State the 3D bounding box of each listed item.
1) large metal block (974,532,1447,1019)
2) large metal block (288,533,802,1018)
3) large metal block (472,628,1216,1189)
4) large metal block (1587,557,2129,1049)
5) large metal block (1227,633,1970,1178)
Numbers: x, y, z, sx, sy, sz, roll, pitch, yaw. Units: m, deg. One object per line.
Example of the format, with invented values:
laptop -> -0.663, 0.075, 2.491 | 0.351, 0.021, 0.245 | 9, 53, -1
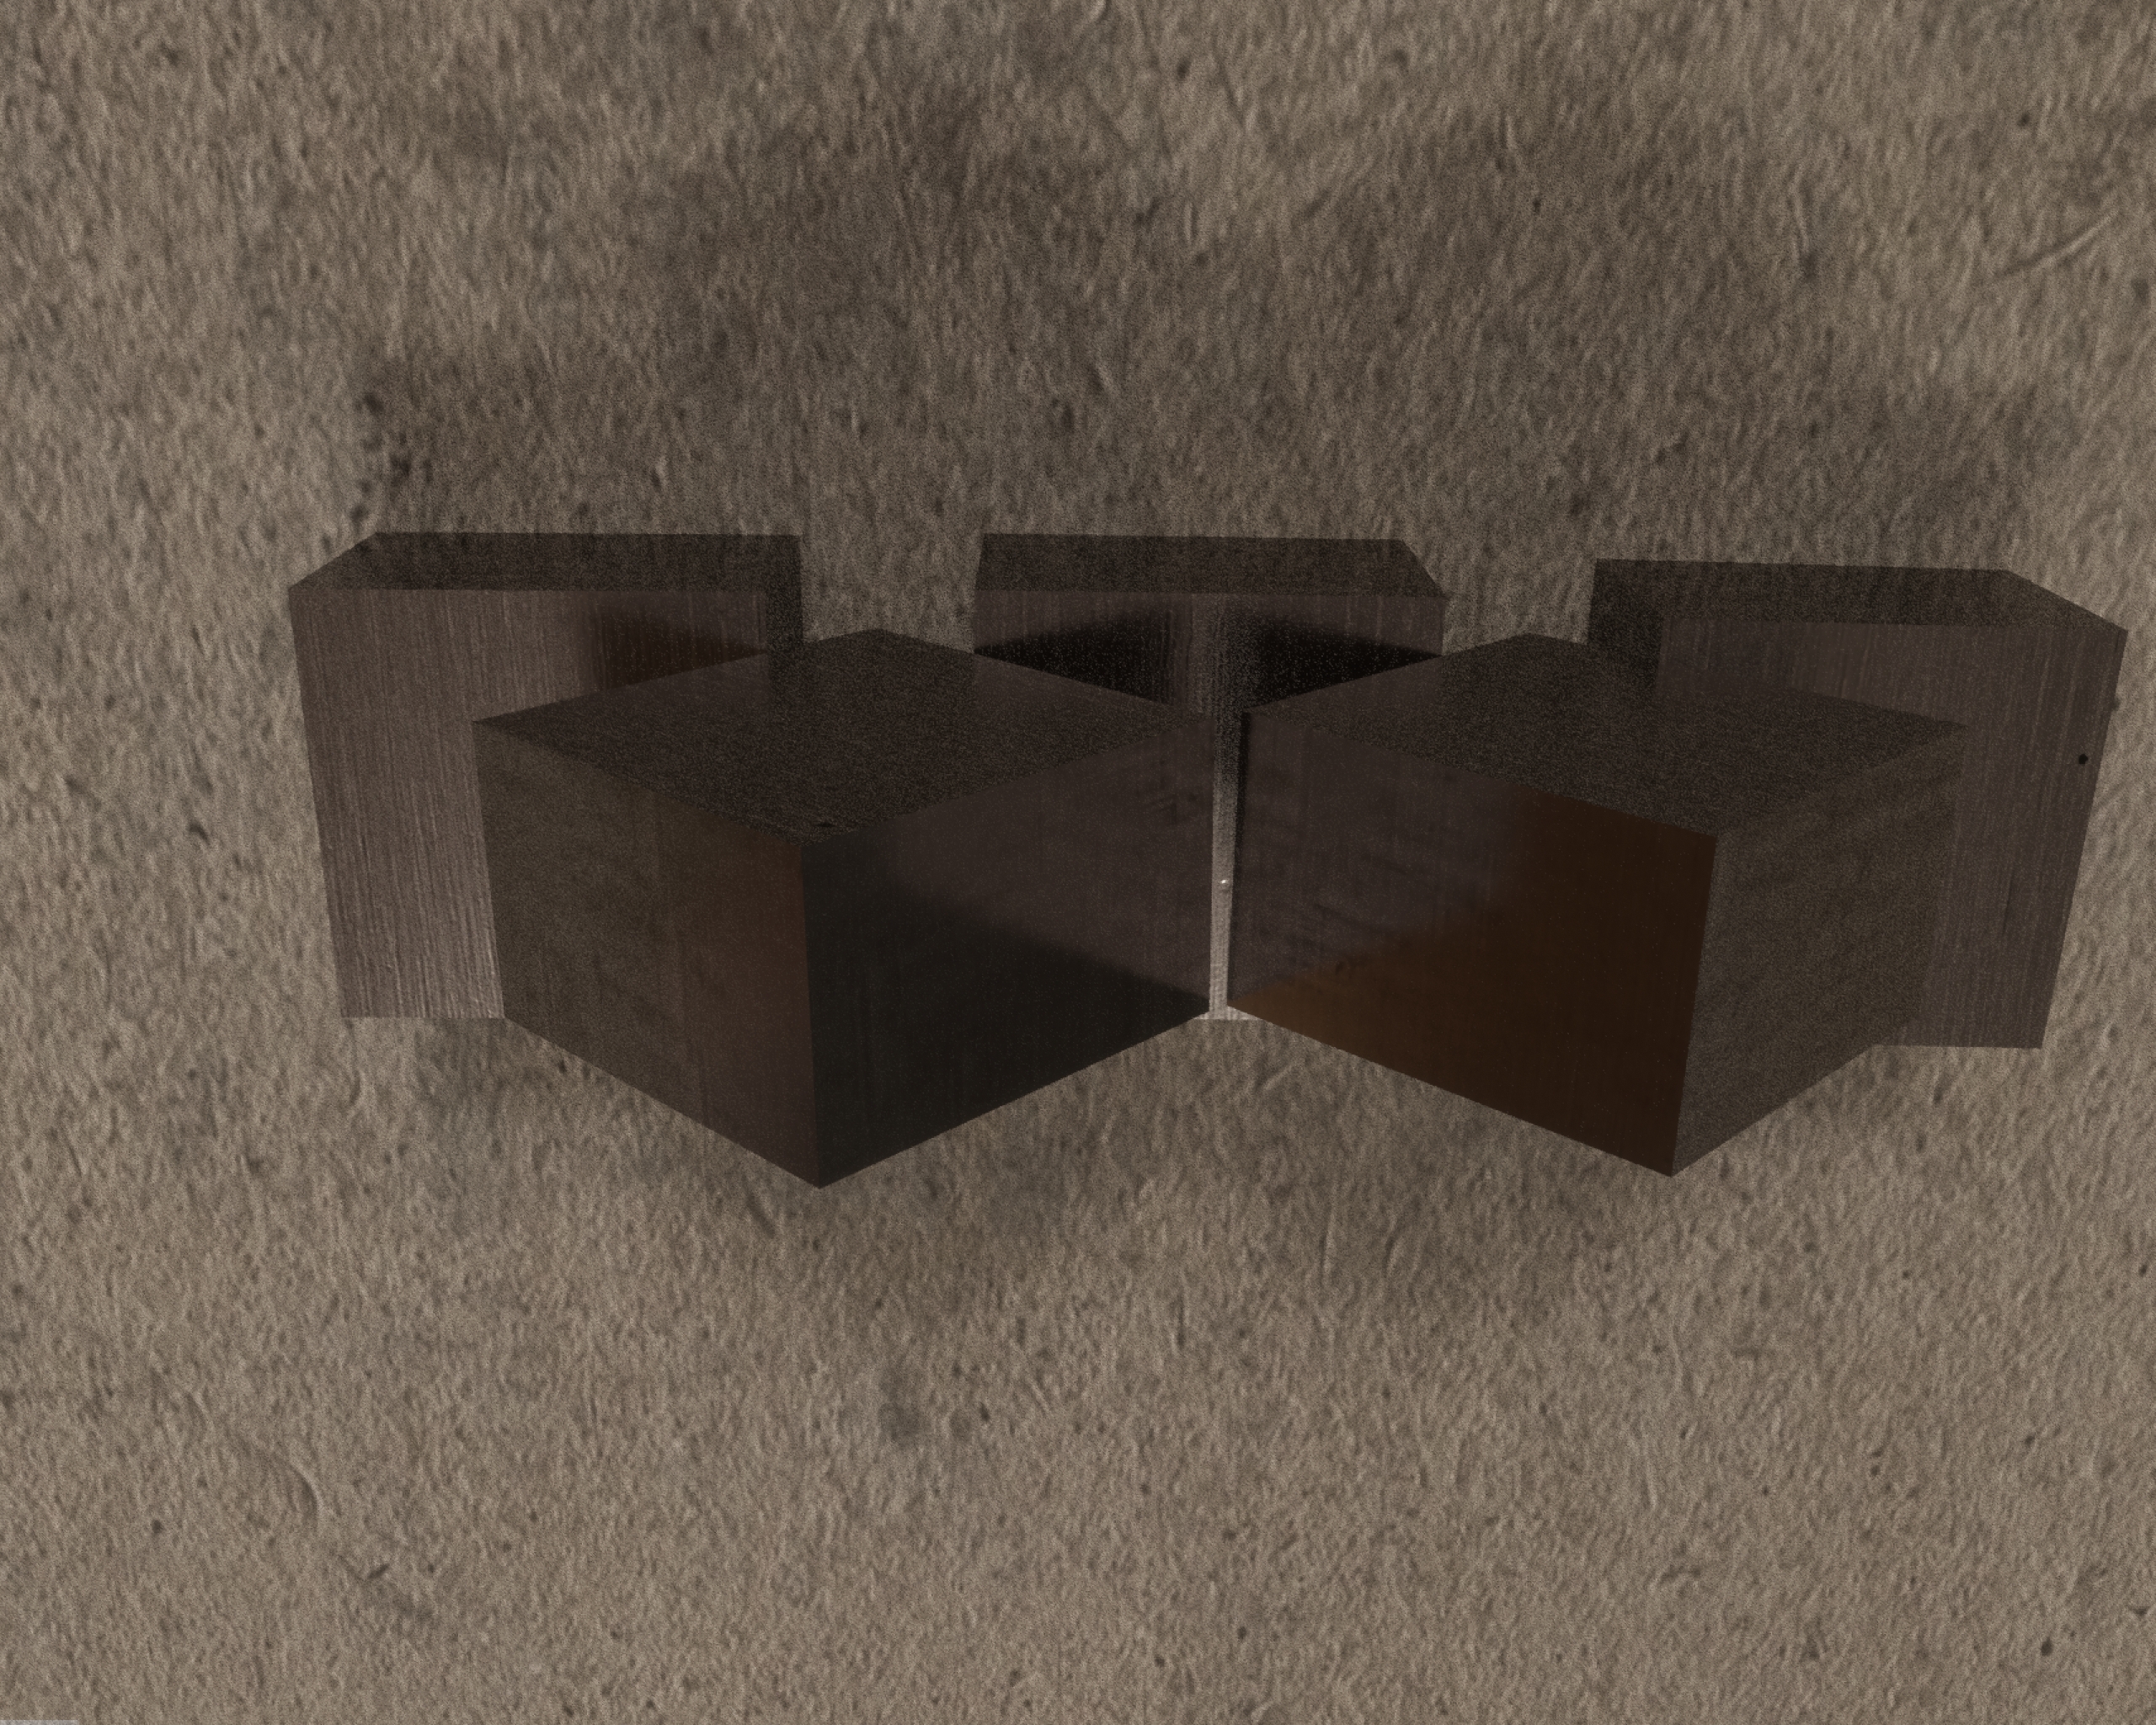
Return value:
large metal block -> 0.022, -0.017, 0.392 | 0.081, 0.050, 0.079 | 1, 110, -1
large metal block -> -0.094, -0.017, 0.390 | 0.081, 0.050, 0.079 | 0, 110, -1
large metal block -> -0.036, 0.001, 0.328 | 0.081, 0.080, 0.050 | -20, 118, -42
large metal block -> 0.140, -0.012, 0.395 | 0.081, 0.050, 0.079 | 1, 110, -1
large metal block -> 0.082, 0.001, 0.332 | 0.080, 0.081, 0.050 | 19, 116, 40
